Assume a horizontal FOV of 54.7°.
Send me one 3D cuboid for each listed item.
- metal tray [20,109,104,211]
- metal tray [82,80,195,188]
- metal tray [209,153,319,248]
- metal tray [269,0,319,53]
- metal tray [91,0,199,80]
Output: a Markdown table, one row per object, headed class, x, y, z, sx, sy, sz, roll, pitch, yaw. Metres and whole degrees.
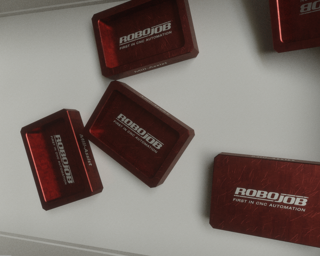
| class | x | y | z | sx | sy | sz | roll | pitch | yaw |
| --- | --- | --- | --- | --- | --- | --- | --- | --- | --- |
| metal tray | -0.147 | 0.046 | 0.459 | 0.090 | 0.030 | 0.129 | -21 | 83 | 18 |
| metal tray | -0.031 | 0.006 | 0.418 | 0.130 | 0.030 | 0.090 | 35 | 101 | 16 |
| metal tray | 0.128 | 0.080 | 0.362 | 0.130 | 0.030 | 0.089 | 5 | 92 | 19 |
| metal tray | 0.179 | -0.131 | 0.309 | 0.130 | 0.030 | 0.089 | 0 | 105 | 42 |
| metal tray | -0.022 | -0.124 | 0.415 | 0.130 | 0.030 | 0.090 | -12 | 86 | 19 |
